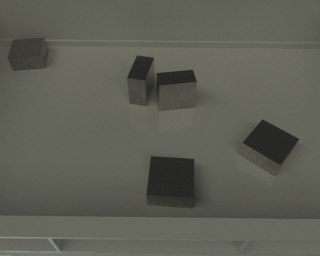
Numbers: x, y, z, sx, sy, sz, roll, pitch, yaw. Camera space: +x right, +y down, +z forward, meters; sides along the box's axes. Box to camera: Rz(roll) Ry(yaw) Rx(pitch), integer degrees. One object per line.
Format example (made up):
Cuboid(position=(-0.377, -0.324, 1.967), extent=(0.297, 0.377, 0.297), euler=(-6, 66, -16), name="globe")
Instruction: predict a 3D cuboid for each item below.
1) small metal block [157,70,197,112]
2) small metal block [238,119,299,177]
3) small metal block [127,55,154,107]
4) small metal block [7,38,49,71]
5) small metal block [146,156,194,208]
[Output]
Cuboid(position=(0.022, -0.052, 0.432), extent=(0.050, 0.050, 0.025), euler=(-7, 51, -6), name="small metal block")
Cuboid(position=(0.135, 0.024, 0.386), extent=(0.050, 0.025, 0.050), euler=(33, 57, 24), name="small metal block")
Cuboid(position=(-0.026, -0.068, 0.445), extent=(0.025, 0.050, 0.050), euler=(10, 51, 8), name="small metal block")
Cuboid(position=(-0.213, -0.121, 0.505), extent=(0.050, 0.025, 0.050), euler=(-5, 50, -5), name="small metal block")
Cuboid(position=(0.013, 0.061, 0.353), extent=(0.050, 0.025, 0.050), euler=(3, 50, 3), name="small metal block")
